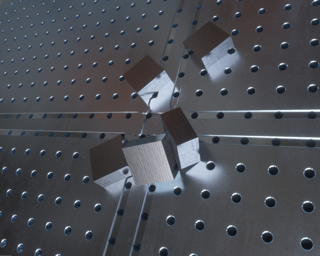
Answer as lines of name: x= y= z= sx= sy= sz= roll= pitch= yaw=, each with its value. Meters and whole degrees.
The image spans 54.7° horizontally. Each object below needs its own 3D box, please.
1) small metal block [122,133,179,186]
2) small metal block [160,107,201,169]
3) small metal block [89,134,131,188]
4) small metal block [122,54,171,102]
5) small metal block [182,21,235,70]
small metal block: x=-0.011 y=0.038 z=0.371 sx=0.050 sy=0.050 sz=0.025 roll=-12 pitch=15 yaw=21
small metal block: x=0.025 y=0.012 z=0.368 sx=0.025 sy=0.050 sz=0.050 roll=-22 pitch=52 yaw=-6
small metal block: x=-0.064 y=0.044 z=0.413 sx=0.050 sy=0.025 sz=0.050 roll=-26 pitch=53 yaw=12
small metal block: x=-0.020 y=-0.075 z=0.463 sx=0.050 sy=0.025 sz=0.050 roll=-40 pitch=51 yaw=0
small metal block: x=0.069 y=-0.119 z=0.444 sx=0.050 sy=0.025 sz=0.050 roll=-38 pitch=51 yaw=2
